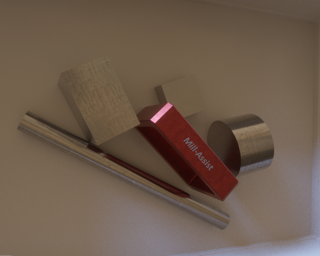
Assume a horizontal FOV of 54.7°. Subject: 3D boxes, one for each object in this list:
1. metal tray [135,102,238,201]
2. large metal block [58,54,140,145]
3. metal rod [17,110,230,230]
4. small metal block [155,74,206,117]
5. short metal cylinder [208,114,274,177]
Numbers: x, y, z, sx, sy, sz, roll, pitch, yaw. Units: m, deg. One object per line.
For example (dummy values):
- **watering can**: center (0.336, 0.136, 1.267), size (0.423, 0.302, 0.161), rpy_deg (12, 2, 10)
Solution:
- **metal tray**: center (0.027, 0.029, 0.385), size (0.030, 0.090, 0.130), rpy_deg (-46, 105, -15)
- **large metal block**: center (-0.073, -0.029, 0.353), size (0.050, 0.080, 0.080), rpy_deg (-28, 100, -18)
- **metal rod**: center (-0.032, 0.062, 0.398), size (0.301, 0.025, 0.025), rpy_deg (30, 80, -18)
- **small metal block**: center (0.028, -0.040, 0.419), size (0.050, 0.025, 0.050), rpy_deg (-21, 97, -19)
- **short metal cylinder**: center (0.107, 0.024, 0.421), size (0.050, 0.080, 0.079), rpy_deg (-12, 95, -19)
